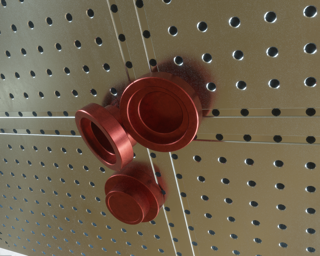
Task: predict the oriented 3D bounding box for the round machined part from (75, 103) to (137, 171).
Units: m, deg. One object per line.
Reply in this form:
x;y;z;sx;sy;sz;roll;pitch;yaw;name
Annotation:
-0.069;0.008;0.425;0.098;0.042;0.097;35;146;28;round machined part

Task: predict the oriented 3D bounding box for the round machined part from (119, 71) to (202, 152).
0.004;-0.023;0.380;0.098;0.042;0.097;10;120;17;round machined part

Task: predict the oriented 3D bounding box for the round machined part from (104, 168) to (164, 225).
-0.047;0.115;0.494;0.098;0.042;0.097;13;124;20;round machined part
